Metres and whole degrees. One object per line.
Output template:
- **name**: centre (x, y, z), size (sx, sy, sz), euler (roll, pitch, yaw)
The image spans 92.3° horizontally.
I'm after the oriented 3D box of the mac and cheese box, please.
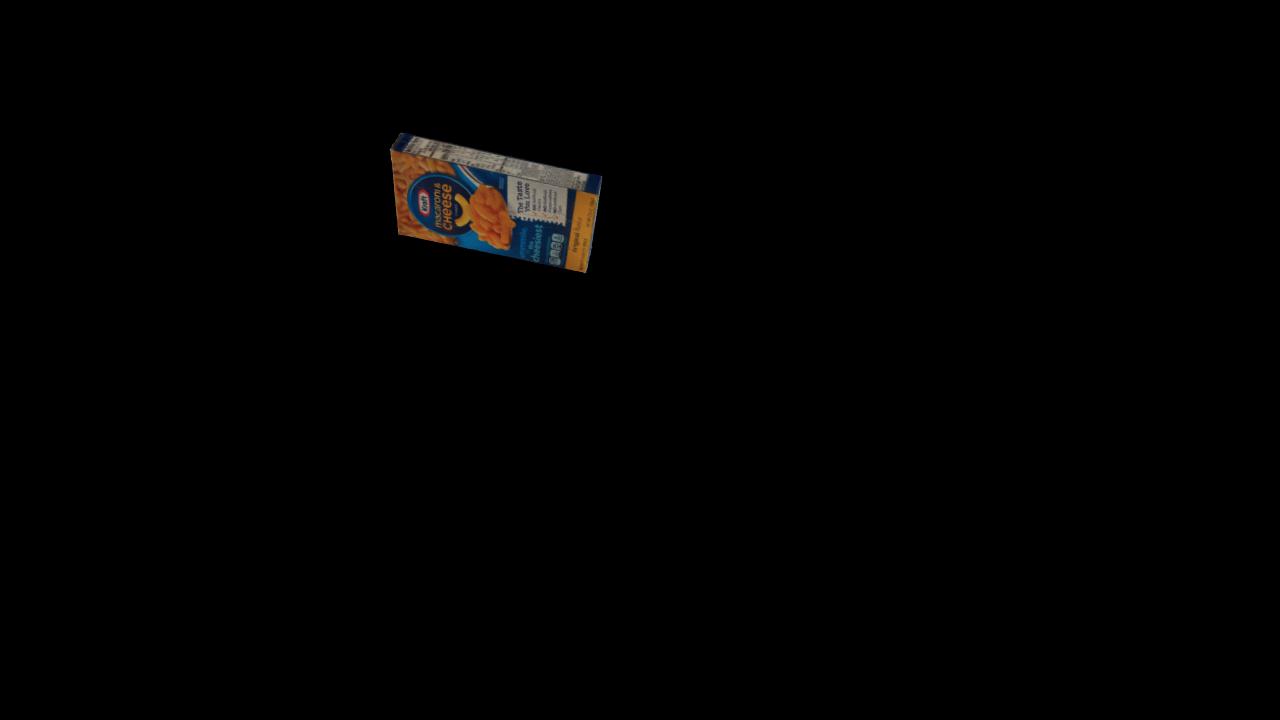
- **mac and cheese box**: centre (-0.133, -0.144, 0.578), size (0.184, 0.041, 0.093), euler (10, -43, -5)
